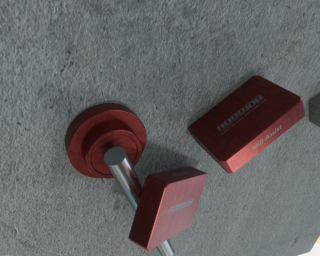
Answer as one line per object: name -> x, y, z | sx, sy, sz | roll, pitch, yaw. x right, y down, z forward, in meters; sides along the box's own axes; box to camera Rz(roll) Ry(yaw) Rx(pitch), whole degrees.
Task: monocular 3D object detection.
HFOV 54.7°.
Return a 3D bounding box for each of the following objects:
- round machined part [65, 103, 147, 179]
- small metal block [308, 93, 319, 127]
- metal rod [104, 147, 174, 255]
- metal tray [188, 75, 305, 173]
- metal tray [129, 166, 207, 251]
round machined part -> -0.061, 0.022, 0.377 | 0.099, 0.042, 0.097 | -14, 124, -21
small metal block -> 0.293, -0.037, 0.548 | 0.050, 0.025, 0.050 | -32, 129, -8
metal rod -> -0.018, 0.126, 0.444 | 0.025, 0.025, 0.299 | -29, 139, -10
metal tray -> 0.115, -0.009, 0.424 | 0.130, 0.090, 0.030 | -38, 130, -3
metal tray -> 0.016, 0.105, 0.431 | 0.131, 0.030, 0.089 | 3, 105, -60
